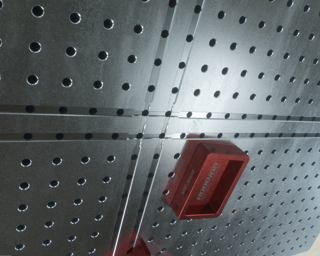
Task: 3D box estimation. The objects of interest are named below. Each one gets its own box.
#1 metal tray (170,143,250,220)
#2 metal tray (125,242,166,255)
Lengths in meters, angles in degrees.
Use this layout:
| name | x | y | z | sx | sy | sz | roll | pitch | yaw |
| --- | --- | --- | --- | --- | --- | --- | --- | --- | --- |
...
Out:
| name | x | y | z | sx | sy | sz | roll | pitch | yaw |
| --- | --- | --- | --- | --- | --- | --- | --- | --- | --- |
| metal tray | 0.082 | 0.091 | 0.510 | 0.091 | 0.030 | 0.129 | 8 | 115 | -32 |
| metal tray | -0.025 | 0.267 | 0.562 | 0.090 | 0.030 | 0.130 | -41 | 130 | -1 |
